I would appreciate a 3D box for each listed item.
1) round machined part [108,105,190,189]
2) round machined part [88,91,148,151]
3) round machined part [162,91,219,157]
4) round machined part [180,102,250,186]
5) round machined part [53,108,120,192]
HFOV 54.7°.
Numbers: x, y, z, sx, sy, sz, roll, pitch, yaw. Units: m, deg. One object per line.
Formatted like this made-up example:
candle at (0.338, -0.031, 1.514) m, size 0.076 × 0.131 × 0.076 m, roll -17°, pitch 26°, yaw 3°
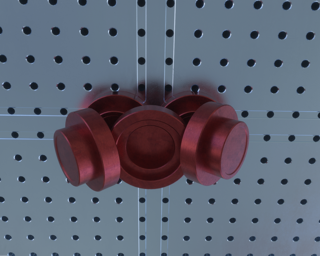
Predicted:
round machined part at (-0.011, 0.019, 0.365) m, size 0.099 × 0.042 × 0.097 m, roll 0°, pitch 110°, yaw -1°
round machined part at (-0.056, 0.004, 0.405) m, size 0.099 × 0.042 × 0.097 m, roll 0°, pitch 110°, yaw -1°
round machined part at (0.043, 0.004, 0.406) m, size 0.099 × 0.042 × 0.097 m, roll 0°, pitch 110°, yaw -1°
round machined part at (0.069, 0.021, 0.359) m, size 0.042 × 0.099 × 0.097 m, roll 17°, pitch 116°, yaw 37°
round machined part at (-0.090, 0.029, 0.359) m, size 0.042 × 0.098 × 0.097 m, roll -20°, pitch 115°, yaw -33°
